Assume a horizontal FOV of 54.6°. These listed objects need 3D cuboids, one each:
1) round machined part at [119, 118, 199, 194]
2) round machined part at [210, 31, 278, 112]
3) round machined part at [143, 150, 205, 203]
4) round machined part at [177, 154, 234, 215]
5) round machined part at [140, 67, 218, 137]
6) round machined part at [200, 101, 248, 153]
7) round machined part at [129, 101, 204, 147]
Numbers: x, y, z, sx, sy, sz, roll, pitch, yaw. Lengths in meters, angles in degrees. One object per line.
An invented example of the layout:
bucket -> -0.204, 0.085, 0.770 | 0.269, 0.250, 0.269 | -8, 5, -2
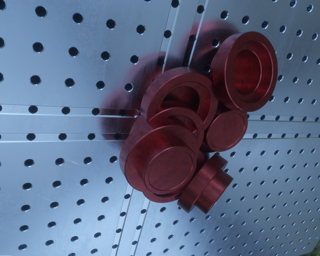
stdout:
round machined part -> 0.005, 0.040, 0.372 | 0.099, 0.042, 0.097 | -14, 124, -21
round machined part -> 0.103, -0.071, 0.397 | 0.099, 0.042, 0.097 | -6, 101, -34
round machined part -> 0.011, 0.055, 0.439 | 0.099, 0.042, 0.097 | -14, 124, -21
round machined part -> 0.072, 0.089, 0.462 | 0.098, 0.042, 0.098 | -46, 162, -19
round machined part -> 0.021, -0.031, 0.392 | 0.099, 0.042, 0.097 | -14, 124, -21
round machined part -> 0.085, -0.005, 0.442 | 0.099, 0.042, 0.097 | -14, 124, -21
round machined part -> 0.005, 0.008, 0.407 | 0.099, 0.042, 0.097 | -14, 124, -21
